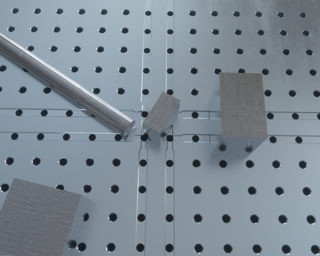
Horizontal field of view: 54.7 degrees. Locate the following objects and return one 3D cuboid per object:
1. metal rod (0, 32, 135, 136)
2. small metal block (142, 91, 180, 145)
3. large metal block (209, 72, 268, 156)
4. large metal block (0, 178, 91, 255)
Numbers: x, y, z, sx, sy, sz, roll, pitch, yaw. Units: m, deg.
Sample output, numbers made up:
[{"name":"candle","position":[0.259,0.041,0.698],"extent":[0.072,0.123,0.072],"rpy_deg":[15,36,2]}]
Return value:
[{"name":"metal rod","position":[-0.164,-0.081,0.439],"extent":[0.301,0.025,0.025],"rpy_deg":[33,73,11]},{"name":"small metal block","position":[0.002,-0.011,0.403],"extent":[0.025,0.050,0.050],"rpy_deg":[28,73,10]},{"name":"large metal block","position":[0.094,-0.014,0.388],"extent":[0.050,0.080,0.080],"rpy_deg":[2,70,0]},{"name":"large metal block","position":[-0.135,0.110,0.357],"extent":[0.080,0.050,0.080],"rpy_deg":[13,71,4]}]
